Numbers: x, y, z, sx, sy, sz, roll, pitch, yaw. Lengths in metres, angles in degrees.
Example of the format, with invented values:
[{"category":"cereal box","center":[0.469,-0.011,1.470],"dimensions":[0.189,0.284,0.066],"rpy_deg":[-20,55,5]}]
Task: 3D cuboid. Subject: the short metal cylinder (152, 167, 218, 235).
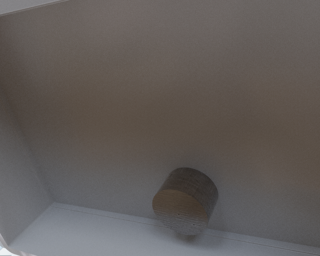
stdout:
[{"category":"short metal cylinder","center":[0.036,0.103,0.437],"dimensions":[0.080,0.050,0.080],"rpy_deg":[13,124,21]}]
